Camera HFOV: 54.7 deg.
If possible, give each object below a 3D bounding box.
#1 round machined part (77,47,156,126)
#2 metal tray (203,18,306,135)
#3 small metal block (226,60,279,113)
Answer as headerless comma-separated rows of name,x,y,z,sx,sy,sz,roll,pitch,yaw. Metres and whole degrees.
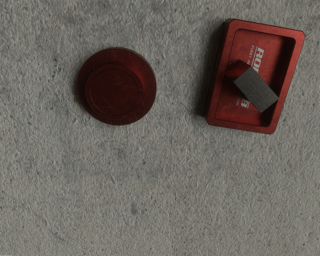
round machined part,-0.054,-0.048,0.382,0.099,0.042,0.097,0,110,-1
metal tray,0.112,-0.062,0.385,0.091,0.030,0.129,9,110,-4
small metal block,0.107,-0.050,0.366,0.025,0.050,0.050,-42,105,14
